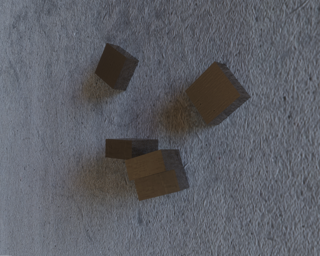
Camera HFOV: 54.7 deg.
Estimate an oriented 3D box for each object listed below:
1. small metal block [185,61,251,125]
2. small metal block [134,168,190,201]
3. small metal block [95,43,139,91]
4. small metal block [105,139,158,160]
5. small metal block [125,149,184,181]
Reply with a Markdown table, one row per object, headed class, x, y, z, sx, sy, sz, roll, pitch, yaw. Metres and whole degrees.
| class | x | y | z | sx | sy | sz | roll | pitch | yaw |
| --- | --- | --- | --- | --- | --- | --- | --- | --- | --- |
| small metal block | 0.064 | -0.039 | 0.352 | 0.050 | 0.025 | 0.050 | -45 | 63 | 31 |
| small metal block | 0.004 | 0.068 | 0.376 | 0.050 | 0.050 | 0.025 | -17 | 79 | 15 |
| small metal block | -0.065 | -0.090 | 0.458 | 0.050 | 0.025 | 0.050 | 41 | 115 | 32 |
| small metal block | -0.038 | 0.028 | 0.420 | 0.050 | 0.050 | 0.025 | 1 | 90 | 40 |
| small metal block | -0.006 | 0.045 | 0.380 | 0.050 | 0.050 | 0.025 | -19 | 78 | 25 |
